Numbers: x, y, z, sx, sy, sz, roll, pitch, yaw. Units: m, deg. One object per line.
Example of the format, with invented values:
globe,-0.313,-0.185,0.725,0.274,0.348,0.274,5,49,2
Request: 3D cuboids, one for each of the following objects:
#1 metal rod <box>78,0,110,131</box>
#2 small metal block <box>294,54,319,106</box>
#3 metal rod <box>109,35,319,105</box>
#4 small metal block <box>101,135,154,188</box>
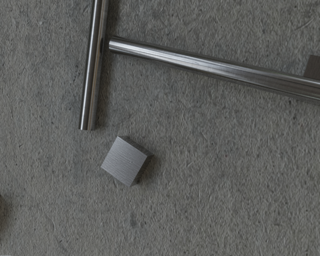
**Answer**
metal rod,-0.087,-0.146,0.438,0.025,0.025,0.298,8,93,19
small metal block,0.184,-0.049,0.344,0.050,0.025,0.050,18,96,18
metal rod,0.067,-0.071,0.369,0.301,0.025,0.025,19,96,24
small metal block,-0.044,0.045,0.424,0.050,0.025,0.050,33,100,16
